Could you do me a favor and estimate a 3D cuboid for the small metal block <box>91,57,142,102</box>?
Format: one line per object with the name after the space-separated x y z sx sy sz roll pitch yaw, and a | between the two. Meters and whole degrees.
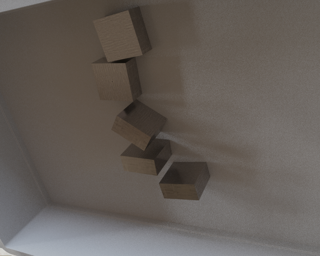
-0.055 -0.063 0.397 0.050 0.025 0.050 5 121 25 | small metal block

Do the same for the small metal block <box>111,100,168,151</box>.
-0.026 -0.005 0.402 0.050 0.050 0.025 32 128 6 | small metal block

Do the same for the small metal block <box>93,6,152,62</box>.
-0.043 -0.109 0.363 0.050 0.025 0.050 -4 117 29 | small metal block

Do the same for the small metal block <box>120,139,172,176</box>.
-0.018 0.037 0.423 0.050 0.050 0.025 5 121 25 | small metal block

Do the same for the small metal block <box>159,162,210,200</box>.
0.034 0.070 0.417 0.050 0.050 0.025 -4 117 29 | small metal block
